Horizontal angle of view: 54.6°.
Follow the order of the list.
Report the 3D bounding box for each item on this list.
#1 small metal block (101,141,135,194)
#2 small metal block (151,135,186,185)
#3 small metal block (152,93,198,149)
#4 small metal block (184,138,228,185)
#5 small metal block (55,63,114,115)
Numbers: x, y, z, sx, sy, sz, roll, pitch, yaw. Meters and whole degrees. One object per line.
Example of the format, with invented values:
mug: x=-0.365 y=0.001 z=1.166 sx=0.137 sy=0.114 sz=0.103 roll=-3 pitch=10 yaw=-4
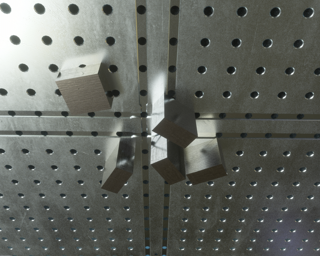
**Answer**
small metal block: x=-0.059 y=0.056 z=0.443 sx=0.025 sy=0.050 sz=0.050 roll=24 pitch=126 yaw=-19
small metal block: x=0.012 y=0.042 z=0.431 sx=0.025 sy=0.050 sz=0.050 roll=-25 pitch=126 yaw=20
small metal block: x=0.018 y=-0.009 z=0.387 sx=0.050 sy=0.050 sz=0.025 roll=29 pitch=124 yaw=-22
small metal block: x=0.063 y=0.047 z=0.436 sx=0.050 sy=0.050 sz=0.025 roll=-20 pitch=127 yaw=16
small metal block: x=-0.089 y=-0.046 z=0.372 sx=0.050 sy=0.025 sz=0.050 roll=-9 pitch=130 yaw=7
